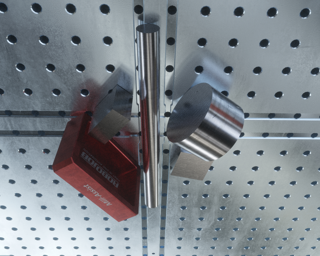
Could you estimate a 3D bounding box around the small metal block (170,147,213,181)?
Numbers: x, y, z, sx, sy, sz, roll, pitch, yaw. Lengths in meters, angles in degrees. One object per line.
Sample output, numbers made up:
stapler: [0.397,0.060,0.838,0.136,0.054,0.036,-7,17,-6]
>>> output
small metal block: [0.046,0.048,0.454,0.050,0.025,0.050,12,129,-10]

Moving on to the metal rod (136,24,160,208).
metal rod: [-0.013,0.010,0.419,0.025,0.025,0.298,0,130,0]

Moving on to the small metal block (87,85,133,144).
small metal block: [-0.060,-0.017,0.379,0.025,0.050,0.050,34,122,-26]

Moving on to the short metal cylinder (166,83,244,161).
short metal cylinder: [0.052,-0.007,0.370,0.050,0.080,0.080,31,123,-24]

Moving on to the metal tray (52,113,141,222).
metal tray: [-0.076,0.054,0.413,0.030,0.090,0.130,-26,126,20]
